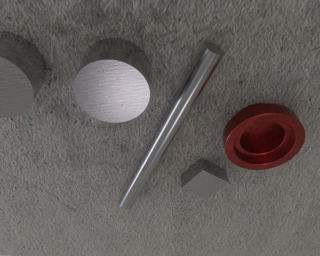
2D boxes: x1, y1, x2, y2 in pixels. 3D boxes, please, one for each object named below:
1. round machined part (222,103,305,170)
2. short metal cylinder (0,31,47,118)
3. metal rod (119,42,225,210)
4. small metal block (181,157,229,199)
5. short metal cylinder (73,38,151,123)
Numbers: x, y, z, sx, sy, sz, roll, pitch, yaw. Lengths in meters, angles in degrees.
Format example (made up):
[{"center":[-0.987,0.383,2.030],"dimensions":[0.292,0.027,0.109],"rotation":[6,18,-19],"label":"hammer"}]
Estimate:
[{"center":[0.131,0.007,0.403],"dimensions":[0.099,0.042,0.097],"rotation":[0,130,0],"label":"round machined part"},{"center":[-0.172,-0.058,0.340],"dimensions":[0.081,0.050,0.079],"rotation":[0,130,0],"label":"short metal cylinder"},{"center":[0.001,0.019,0.423],"dimensions":[0.025,0.025,0.298],"rotation":[18,128,-15],"label":"metal rod"},{"center":[0.068,0.078,0.474],"dimensions":[0.050,0.025,0.050],"rotation":[28,125,-22],"label":"small metal block"},{"center":[-0.051,-0.052,0.346],"dimensions":[0.081,0.050,0.079],"rotation":[0,130,0],"label":"short metal cylinder"}]
